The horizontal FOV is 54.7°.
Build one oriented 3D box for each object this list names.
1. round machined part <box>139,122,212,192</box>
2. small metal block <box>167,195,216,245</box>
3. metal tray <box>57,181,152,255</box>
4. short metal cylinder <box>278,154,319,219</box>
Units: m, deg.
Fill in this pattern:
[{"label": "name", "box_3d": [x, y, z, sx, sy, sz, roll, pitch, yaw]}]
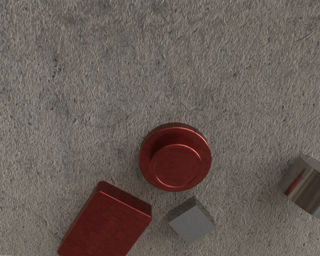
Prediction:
[{"label": "round machined part", "box_3d": [0.021, 0.045, 0.418, 0.099, 0.042, 0.097, 0, 110, -1]}, {"label": "small metal block", "box_3d": [0.047, 0.137, 0.461, 0.050, 0.025, 0.050, -36, 107, 12]}, {"label": "metal tray", "box_3d": [-0.082, 0.152, 0.462, 0.090, 0.030, 0.129, 30, 107, -11]}, {"label": "short metal cylinder", "box_3d": [0.208, 0.078, 0.412, 0.080, 0.080, 0.050, 25, 108, -10]}]
